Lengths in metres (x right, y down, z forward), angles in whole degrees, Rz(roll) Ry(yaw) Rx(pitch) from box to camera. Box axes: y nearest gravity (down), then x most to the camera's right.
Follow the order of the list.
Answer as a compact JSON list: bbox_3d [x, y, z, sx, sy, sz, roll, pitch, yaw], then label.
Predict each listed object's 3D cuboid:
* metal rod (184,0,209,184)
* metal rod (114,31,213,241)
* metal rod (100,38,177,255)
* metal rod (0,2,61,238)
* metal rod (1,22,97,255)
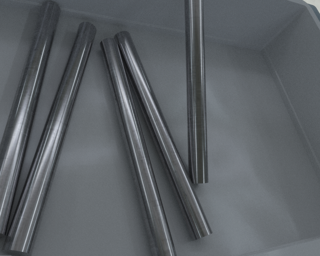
[{"bbox_3d":[0.046,-0.080,0.404,0.025,0.025,0.298,1,86,-28],"label":"metal rod"},{"bbox_3d":[-0.004,-0.005,0.407,0.025,0.025,0.299,-9,66,-32],"label":"metal rod"},{"bbox_3d":[-0.033,0.012,0.381,0.025,0.025,0.299,-3,63,-30],"label":"metal rod"},{"bbox_3d":[-0.149,-0.035,0.347,0.025,0.025,0.299,13,56,-21],"label":"metal rod"},{"bbox_3d":[-0.114,-0.015,0.354,0.025,0.025,0.300,18,55,-18],"label":"metal rod"}]
